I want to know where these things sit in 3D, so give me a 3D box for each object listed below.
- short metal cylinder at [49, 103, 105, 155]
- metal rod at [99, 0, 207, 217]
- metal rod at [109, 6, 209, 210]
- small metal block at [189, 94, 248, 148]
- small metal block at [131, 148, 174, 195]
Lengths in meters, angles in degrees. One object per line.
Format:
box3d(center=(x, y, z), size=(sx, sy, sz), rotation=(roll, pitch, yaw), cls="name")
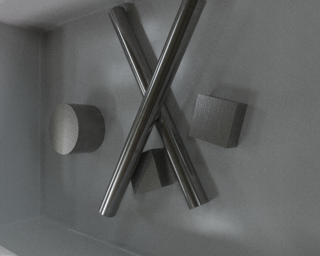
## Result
box3d(center=(-0.134, 0.001, 0.499), size=(0.080, 0.050, 0.079), rotation=(0, 90, 39), cls="short metal cylinder")
box3d(center=(-0.017, -0.013, 0.384), size=(0.025, 0.025, 0.298), rotation=(36, 113, 33), cls="metal rod")
box3d(center=(-0.009, -0.039, 0.411), size=(0.025, 0.025, 0.299), rotation=(-35, 69, 34), cls="metal rod")
box3d(center=(0.065, -0.009, 0.352), size=(0.050, 0.025, 0.050), rotation=(19, 102, 38), cls="small metal block")
box3d(center=(-0.015, 0.059, 0.417), size=(0.050, 0.025, 0.050), rotation=(-24, 75, 37), cls="small metal block")
